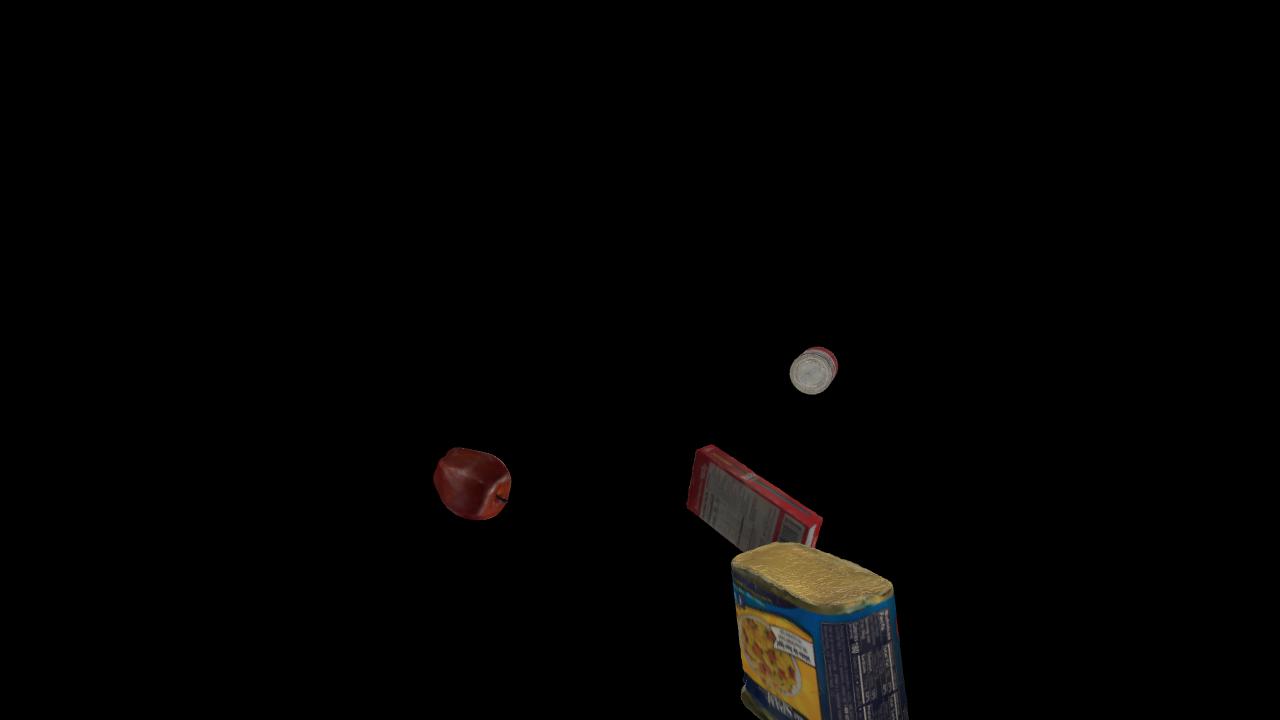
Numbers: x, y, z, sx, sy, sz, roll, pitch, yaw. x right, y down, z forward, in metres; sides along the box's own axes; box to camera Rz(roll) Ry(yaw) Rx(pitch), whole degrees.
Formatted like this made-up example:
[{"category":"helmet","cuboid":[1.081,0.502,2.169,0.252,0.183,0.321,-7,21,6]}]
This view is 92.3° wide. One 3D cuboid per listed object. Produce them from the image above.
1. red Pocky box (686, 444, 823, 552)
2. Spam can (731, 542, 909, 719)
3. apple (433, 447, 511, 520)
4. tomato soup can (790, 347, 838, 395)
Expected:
[{"category":"red Pocky box","cuboid":[0.115,0.160,0.646,0.028,0.083,0.155,-15,32,-37]},{"category":"Spam can","cuboid":[0.094,0.155,0.337,0.058,0.085,0.101,-7,0,-22]},{"category":"apple","cuboid":[-0.193,0.144,0.713,0.093,0.079,0.079,26,8,17]},{"category":"tomato soup can","cuboid":[0.283,0.017,0.998,0.068,0.068,0.101,0,7,22]}]
